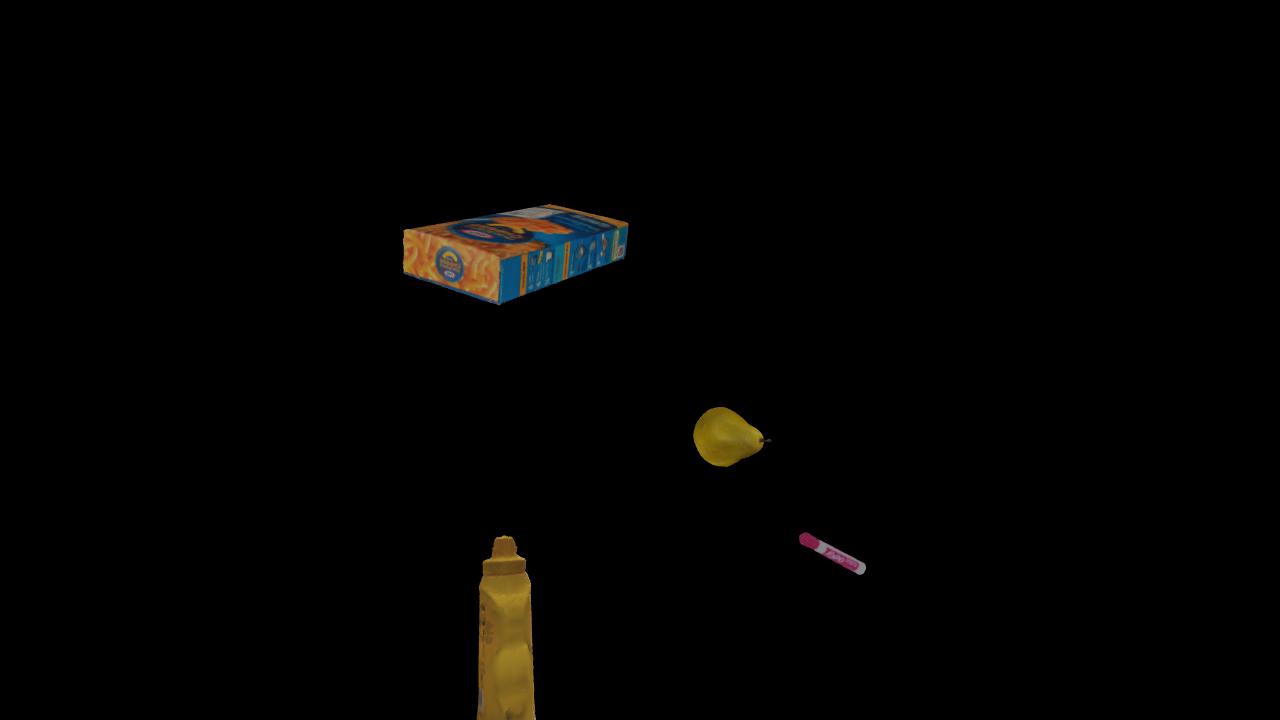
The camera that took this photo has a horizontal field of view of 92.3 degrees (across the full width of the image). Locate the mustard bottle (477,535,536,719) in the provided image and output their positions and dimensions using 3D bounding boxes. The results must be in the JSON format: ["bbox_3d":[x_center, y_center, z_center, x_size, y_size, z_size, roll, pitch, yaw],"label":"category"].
[{"bbox_3d":[-0.130,0.265,0.593,0.054,0.184,0.092,0,-16,-16],"label":"mustard bottle"}]

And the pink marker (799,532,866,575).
[{"bbox_3d":[0.277,0.278,0.887,0.121,0.020,0.020,31,-10,-18],"label":"pink marker"}]

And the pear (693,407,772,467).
[{"bbox_3d":[0.128,0.104,0.803,0.111,0.080,0.080,8,5,38],"label":"pear"}]

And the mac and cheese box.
[{"bbox_3d":[-0.094,-0.095,0.514,0.093,0.041,0.184,20,26,21],"label":"mac and cheese box"}]
